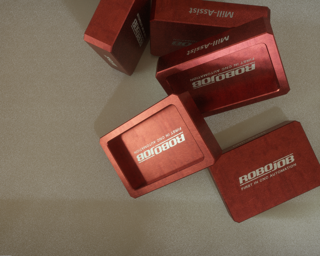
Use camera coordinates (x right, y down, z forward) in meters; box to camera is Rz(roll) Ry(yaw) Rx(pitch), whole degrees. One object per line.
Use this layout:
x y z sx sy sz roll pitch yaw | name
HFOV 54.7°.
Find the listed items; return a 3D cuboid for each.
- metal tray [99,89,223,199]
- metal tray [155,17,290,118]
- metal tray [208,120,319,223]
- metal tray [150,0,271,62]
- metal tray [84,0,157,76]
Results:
-0.003 0.023 0.377 0.130 0.030 0.090 -29 91 31 | metal tray
0.072 -0.061 0.359 0.130 0.030 0.090 -16 135 23 | metal tray
0.137 0.056 0.410 0.131 0.030 0.090 -25 90 0 | metal tray
0.054 -0.115 0.376 0.131 0.090 0.030 5 78 0 | metal tray
-0.037 -0.118 0.357 0.030 0.130 0.090 26 90 4 | metal tray
